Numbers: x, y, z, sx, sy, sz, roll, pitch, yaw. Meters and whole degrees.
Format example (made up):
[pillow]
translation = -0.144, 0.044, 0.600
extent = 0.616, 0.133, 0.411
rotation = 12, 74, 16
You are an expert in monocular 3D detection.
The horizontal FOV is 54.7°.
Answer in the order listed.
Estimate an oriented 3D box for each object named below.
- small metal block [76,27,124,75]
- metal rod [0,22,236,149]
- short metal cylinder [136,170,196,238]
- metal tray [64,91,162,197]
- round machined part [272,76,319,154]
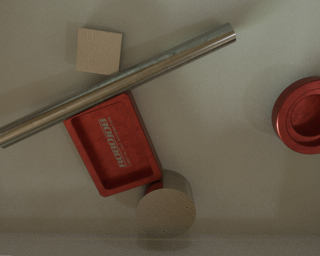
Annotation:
[small metal block]
translation = -0.072, -0.093, 0.376
extent = 0.050, 0.025, 0.050
rotation = 7, 110, -4
[metal rod]
translation = -0.053, -0.050, 0.367
extent = 0.301, 0.025, 0.025
rotation = -25, 109, 0
[short metal cylinder]
translation = 0.008, 0.107, 0.438
extent = 0.081, 0.050, 0.079
rotation = 0, 110, -1
[metal tray]
translation = -0.060, 0.021, 0.415
extent = 0.090, 0.030, 0.129
rotation = -19, 109, 6
[round machined part]
translation = 0.193, -0.019, 0.398
extent = 0.099, 0.042, 0.097
rotation = 0, 110, -1
